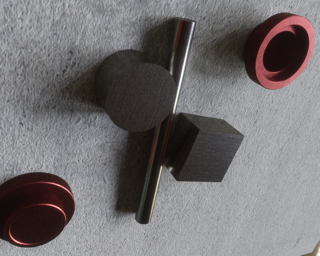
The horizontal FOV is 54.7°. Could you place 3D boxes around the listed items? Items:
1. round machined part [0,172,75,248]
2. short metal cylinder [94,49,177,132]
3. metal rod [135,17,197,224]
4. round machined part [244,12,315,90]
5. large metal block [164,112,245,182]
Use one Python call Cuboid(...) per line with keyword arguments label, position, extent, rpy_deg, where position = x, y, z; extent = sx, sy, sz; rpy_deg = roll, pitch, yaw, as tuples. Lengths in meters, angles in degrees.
Cuboid(label="round machined part", position=(-0.153, 0.106, 0.378), extent=(0.099, 0.042, 0.097), rpy_deg=(-14, 124, -21))
Cuboid(label="short metal cylinder", position=(-0.029, -0.042, 0.349), extent=(0.081, 0.050, 0.079), rpy_deg=(-14, 124, -21))
Cuboid(label="metal rod", position=(0.001, 0.009, 0.413), extent=(0.025, 0.025, 0.298), rpy_deg=(-3, 120, -27))
Cuboid(label="round machined part", position=(0.153, -0.104, 0.415), extent=(0.099, 0.042, 0.097), rpy_deg=(-14, 124, -21))
Cuboid(label="large metal block", position=(0.060, 0.029, 0.442), extent=(0.081, 0.050, 0.079), rpy_deg=(8, 115, -32))
